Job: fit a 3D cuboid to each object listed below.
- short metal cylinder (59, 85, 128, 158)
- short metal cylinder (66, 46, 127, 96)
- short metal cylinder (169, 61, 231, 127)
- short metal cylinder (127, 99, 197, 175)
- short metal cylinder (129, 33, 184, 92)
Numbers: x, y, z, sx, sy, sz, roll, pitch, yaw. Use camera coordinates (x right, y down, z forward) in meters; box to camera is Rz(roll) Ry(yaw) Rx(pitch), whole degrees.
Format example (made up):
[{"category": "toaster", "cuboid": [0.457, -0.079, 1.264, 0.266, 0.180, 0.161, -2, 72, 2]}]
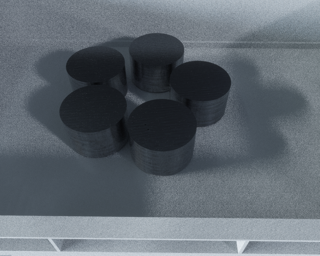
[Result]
[{"category": "short metal cylinder", "cuboid": [-0.080, -0.009, 0.393, 0.080, 0.050, 0.080, 0, 50, 0]}, {"category": "short metal cylinder", "cuboid": [-0.089, -0.074, 0.447, 0.080, 0.050, 0.080, 0, 50, 0]}, {"category": "short metal cylinder", "cuboid": [0.053, -0.048, 0.426, 0.080, 0.050, 0.080, 0, 50, 0]}, {"category": "short metal cylinder", "cuboid": [0.003, 0.010, 0.377, 0.080, 0.050, 0.080, 0, 50, 0]}, {"category": "short metal cylinder", "cuboid": [-0.005, -0.100, 0.470, 0.080, 0.050, 0.080, 0, 50, 0]}]
